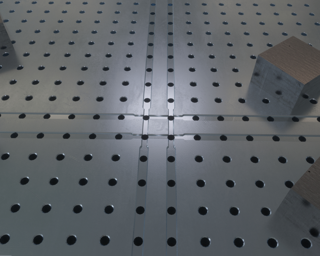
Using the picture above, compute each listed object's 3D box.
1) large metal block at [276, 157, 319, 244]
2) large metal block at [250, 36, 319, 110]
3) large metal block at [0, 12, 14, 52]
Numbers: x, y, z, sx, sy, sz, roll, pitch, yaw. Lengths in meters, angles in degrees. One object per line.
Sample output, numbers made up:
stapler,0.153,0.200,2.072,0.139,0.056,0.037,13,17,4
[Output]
large metal block,0.187,0.078,0.327,0.080,0.050,0.080,-35,59,-26
large metal block,0.199,-0.084,0.463,0.080,0.050,0.080,-30,56,-23
large metal block,-0.308,-0.168,0.532,0.081,0.050,0.080,-21,53,-17
